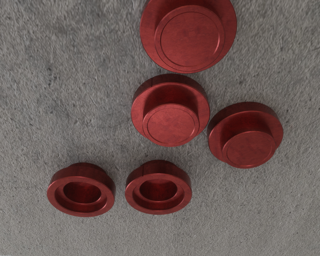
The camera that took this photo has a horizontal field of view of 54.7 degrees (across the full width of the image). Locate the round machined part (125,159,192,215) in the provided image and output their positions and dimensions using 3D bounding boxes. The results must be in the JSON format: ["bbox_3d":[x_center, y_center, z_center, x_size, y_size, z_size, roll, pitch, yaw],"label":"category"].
[{"bbox_3d":[-0.002,0.086,0.469,0.099,0.042,0.097,0,130,0],"label":"round machined part"}]

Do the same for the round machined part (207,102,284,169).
[{"bbox_3d":[0.114,0.017,0.411,0.099,0.042,0.097,0,130,0],"label":"round machined part"}]

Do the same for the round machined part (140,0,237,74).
[{"bbox_3d":[0.029,-0.097,0.314,0.099,0.042,0.097,0,130,0],"label":"round machined part"}]

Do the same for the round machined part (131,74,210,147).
[{"bbox_3d":[0.013,-0.015,0.384,0.099,0.042,0.097,0,130,0],"label":"round machined part"}]

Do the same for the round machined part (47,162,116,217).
[{"bbox_3d":[-0.116,0.090,0.471,0.099,0.042,0.097,0,130,0],"label":"round machined part"}]
